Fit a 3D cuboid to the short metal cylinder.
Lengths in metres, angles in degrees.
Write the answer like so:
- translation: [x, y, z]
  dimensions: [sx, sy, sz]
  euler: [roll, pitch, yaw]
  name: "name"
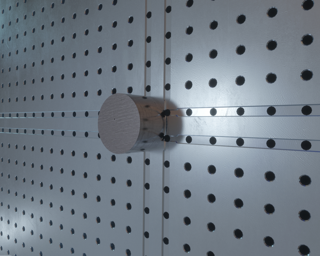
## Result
- translation: [-0.039, -0.006, 0.423]
  dimensions: [0.080, 0.050, 0.079]
  euler: [0, 90, 39]
  name: "short metal cylinder"
